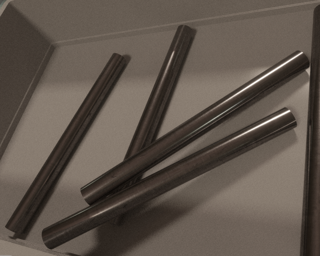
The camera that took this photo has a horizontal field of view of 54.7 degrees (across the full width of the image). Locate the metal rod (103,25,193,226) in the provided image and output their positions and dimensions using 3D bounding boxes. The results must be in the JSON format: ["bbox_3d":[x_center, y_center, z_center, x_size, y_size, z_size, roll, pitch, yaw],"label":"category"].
[{"bbox_3d":[-0.011,-0.019,0.421,0.025,0.025,0.300,7,65,31],"label":"metal rod"}]

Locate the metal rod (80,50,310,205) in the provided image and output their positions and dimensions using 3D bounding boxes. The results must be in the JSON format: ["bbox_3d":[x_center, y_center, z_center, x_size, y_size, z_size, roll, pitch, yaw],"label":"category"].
[{"bbox_3d":[0.042,0.000,0.364,0.301,0.025,0.025,-32,52,-1],"label":"metal rod"}]

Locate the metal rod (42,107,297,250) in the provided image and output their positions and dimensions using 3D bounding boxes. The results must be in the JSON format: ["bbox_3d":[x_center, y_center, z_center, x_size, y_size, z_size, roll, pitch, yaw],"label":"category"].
[{"bbox_3d":[0.008,0.057,0.344,0.301,0.025,0.025,-27,52,2],"label":"metal rod"}]

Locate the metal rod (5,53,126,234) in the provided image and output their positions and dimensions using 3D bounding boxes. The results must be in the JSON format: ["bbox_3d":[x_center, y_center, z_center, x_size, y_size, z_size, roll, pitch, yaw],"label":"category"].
[{"bbox_3d":[-0.133,0.012,0.465,0.025,0.025,0.300,16,70,34],"label":"metal rod"}]

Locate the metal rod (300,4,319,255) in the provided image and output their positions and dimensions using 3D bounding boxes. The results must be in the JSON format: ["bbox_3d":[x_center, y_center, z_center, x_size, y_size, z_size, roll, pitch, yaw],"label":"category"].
[{"bbox_3d":[0.169,-0.015,0.325,0.025,0.025,0.300,1,62,28],"label":"metal rod"}]
